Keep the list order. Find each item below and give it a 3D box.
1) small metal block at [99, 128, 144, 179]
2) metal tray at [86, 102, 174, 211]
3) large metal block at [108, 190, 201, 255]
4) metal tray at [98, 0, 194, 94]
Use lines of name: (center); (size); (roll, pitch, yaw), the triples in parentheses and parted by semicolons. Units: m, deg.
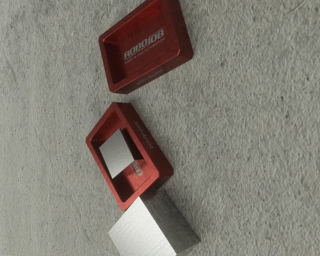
small metal block: (-0.052, 0.035, 0.429); (0.050, 0.025, 0.050); (-41, 65, 32)
metal tray: (-0.048, 0.038, 0.438); (0.090, 0.030, 0.130); (-48, 62, 29)
large metal block: (-0.009, 0.139, 0.395); (0.080, 0.050, 0.080); (52, 120, 27)
metal tray: (-0.024, -0.110, 0.419); (0.130, 0.030, 0.090); (-22, 76, 37)
